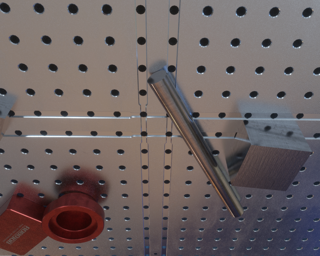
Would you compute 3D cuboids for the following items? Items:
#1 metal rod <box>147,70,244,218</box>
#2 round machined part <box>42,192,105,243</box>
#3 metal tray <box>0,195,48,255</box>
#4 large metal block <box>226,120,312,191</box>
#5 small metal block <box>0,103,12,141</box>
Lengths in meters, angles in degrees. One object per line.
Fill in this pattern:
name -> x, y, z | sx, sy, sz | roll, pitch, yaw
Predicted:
metal rod -> 0.064, 0.042, 0.447 | 0.025, 0.025, 0.299 | -21, 127, 17
round machined part -> -0.142, 0.146, 0.518 | 0.099, 0.042, 0.097 | -4, 126, -5
metal tray -> -0.254, 0.179, 0.558 | 0.090, 0.030, 0.130 | 34, 122, -26
large metal block -> 0.146, 0.039, 0.430 | 0.081, 0.050, 0.079 | 7, 130, -6
small metal block -> -0.226, -0.011, 0.400 | 0.050, 0.025, 0.050 | 21, 127, -18
